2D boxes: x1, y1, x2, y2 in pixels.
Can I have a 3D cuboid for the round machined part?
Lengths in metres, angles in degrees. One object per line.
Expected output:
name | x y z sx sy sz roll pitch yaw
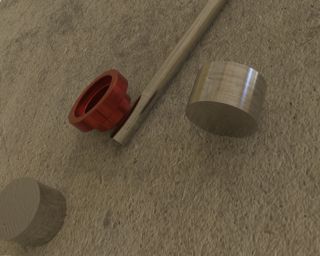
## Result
round machined part | -0.080 -0.033 0.440 0.098 0.042 0.098 -32 34 25

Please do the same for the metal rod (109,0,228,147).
metal rod | 0.024 -0.102 0.452 0.025 0.025 0.300 26 75 36

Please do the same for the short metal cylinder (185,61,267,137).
short metal cylinder | 0.074 -0.030 0.347 0.080 0.080 0.050 7 65 31

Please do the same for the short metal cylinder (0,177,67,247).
short metal cylinder | -0.172 0.111 0.408 0.080 0.050 0.080 -13 56 20
